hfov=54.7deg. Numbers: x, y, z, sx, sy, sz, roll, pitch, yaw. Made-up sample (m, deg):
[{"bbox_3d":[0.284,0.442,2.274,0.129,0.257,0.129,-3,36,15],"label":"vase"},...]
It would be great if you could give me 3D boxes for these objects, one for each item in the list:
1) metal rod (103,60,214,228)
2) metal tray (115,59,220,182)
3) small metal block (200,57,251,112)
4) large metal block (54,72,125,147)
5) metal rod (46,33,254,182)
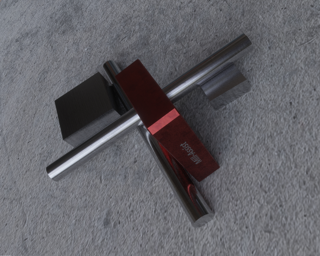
[{"bbox_3d":[-0.018,-0.002,0.415,0.025,0.025,0.300,-36,51,4],"label":"metal rod"},{"bbox_3d":[0.011,-0.004,0.332,0.030,0.130,0.090,-37,51,4],"label":"metal tray"},{"bbox_3d":[0.079,-0.057,0.398,0.050,0.025,0.050,-31,52,8],"label":"small metal block"},{"bbox_3d":[-0.099,-0.022,0.451,0.080,0.050,0.080,-32,52,7],"label":"large metal block"},{"bbox_3d":[-0.017,-0.023,0.394,0.300,0.025,0.025,-34,52,5],"label":"metal rod"}]
